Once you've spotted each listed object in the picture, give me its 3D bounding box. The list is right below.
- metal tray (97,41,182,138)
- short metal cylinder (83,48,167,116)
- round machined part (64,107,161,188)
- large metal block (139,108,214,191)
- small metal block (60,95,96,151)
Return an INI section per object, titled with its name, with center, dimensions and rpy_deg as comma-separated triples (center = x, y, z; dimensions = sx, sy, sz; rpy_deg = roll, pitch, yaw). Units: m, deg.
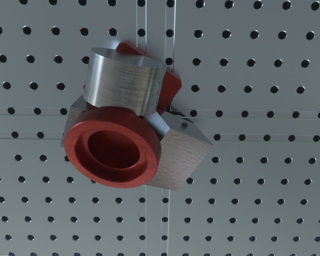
[metal tray]
center = -0.045, -0.033, 0.398
dimensions = 0.090, 0.030, 0.129
rpy_deg = 33, 106, -12
[short metal cylinder]
center = -0.037, -0.051, 0.332
dimensions = 0.081, 0.080, 0.050
rpy_deg = 13, 110, -5
[round machined part]
center = -0.047, 0.017, 0.330
dimensions = 0.098, 0.042, 0.097
rpy_deg = 7, 131, 8
[large metal block]
center = 0.006, 0.028, 0.391
dimensions = 0.080, 0.050, 0.080
rpy_deg = 21, 112, -41
[small metal block]
center = -0.092, -0.006, 0.363
dimensions = 0.025, 0.050, 0.050
rpy_deg = 18, 109, -7
